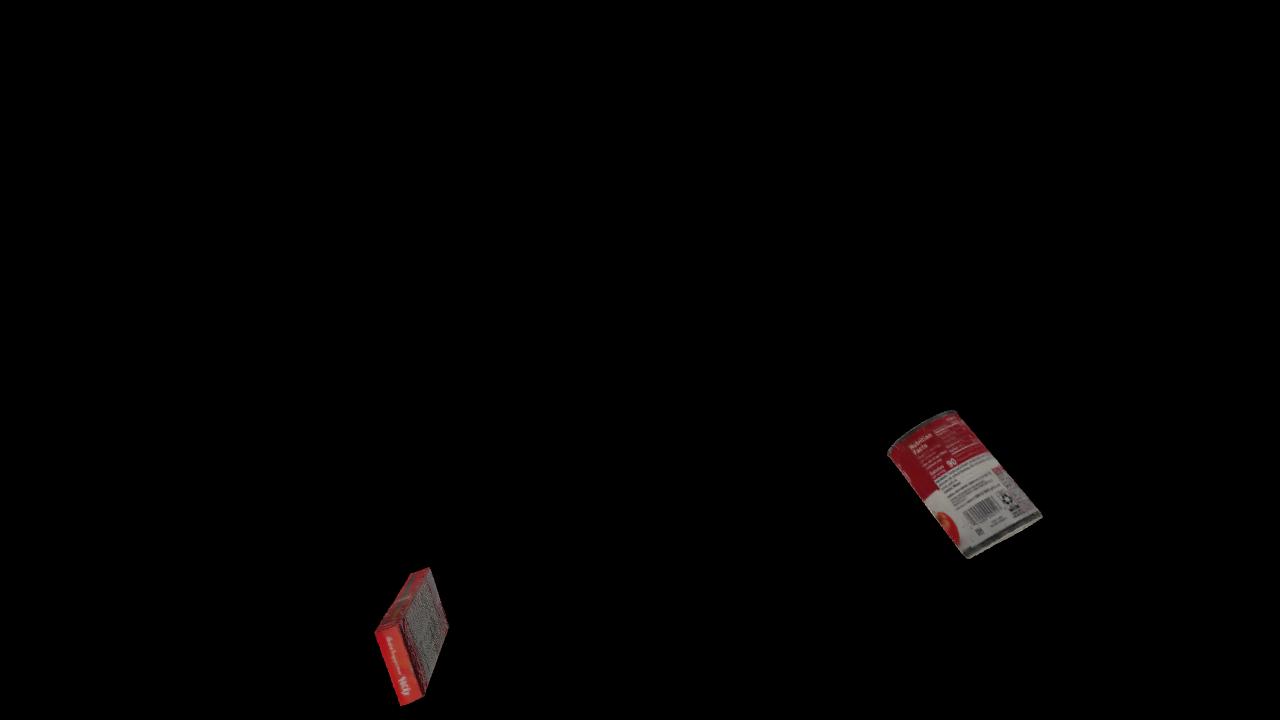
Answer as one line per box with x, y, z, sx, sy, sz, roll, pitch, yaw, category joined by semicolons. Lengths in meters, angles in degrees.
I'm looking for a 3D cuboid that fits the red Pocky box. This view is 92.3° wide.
-0.247;0.296;0.678;0.028;0.083;0.155;-16;4;-7;red Pocky box

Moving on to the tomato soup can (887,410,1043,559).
0.262;0.100;0.501;0.068;0.101;0.068;-21;-32;-14;tomato soup can
